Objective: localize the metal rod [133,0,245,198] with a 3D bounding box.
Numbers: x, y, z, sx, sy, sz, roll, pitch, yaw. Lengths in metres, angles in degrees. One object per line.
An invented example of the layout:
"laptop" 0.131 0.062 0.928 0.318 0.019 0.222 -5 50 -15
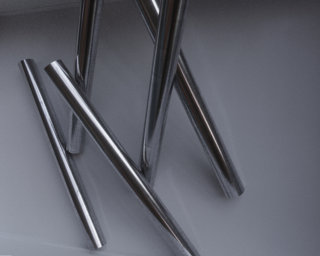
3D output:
"metal rod" 0.027 -0.050 0.339 0.025 0.025 0.299 -22 107 18

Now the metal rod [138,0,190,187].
"metal rod" 0.001 -0.041 0.327 0.025 0.025 0.298 25 131 18

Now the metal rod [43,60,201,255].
"metal rod" -0.043 0.048 0.382 0.025 0.025 0.299 -33 96 17

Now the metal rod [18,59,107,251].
"metal rod" -0.148 0.034 0.460 0.025 0.025 0.299 -27 82 18

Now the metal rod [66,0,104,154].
"metal rod" -0.089 -0.088 0.371 0.025 0.025 0.298 29 126 17
